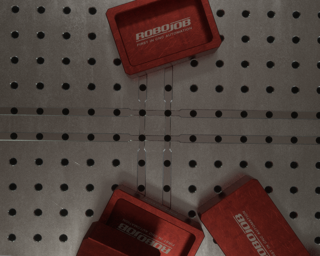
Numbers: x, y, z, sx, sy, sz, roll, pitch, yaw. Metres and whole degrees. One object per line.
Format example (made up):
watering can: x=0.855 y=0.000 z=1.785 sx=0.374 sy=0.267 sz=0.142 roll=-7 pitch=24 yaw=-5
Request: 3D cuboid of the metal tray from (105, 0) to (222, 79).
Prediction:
metal tray: x=0.005 y=-0.128 z=0.410 sx=0.131 sy=0.030 sz=0.090 roll=-18 pitch=90 yaw=-1

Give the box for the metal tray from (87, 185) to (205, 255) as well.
metal tray: x=-0.019 y=0.145 z=0.410 sx=0.131 sy=0.030 sz=0.090 roll=27 pitch=90 yaw=-1

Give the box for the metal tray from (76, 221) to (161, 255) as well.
metal tray: x=-0.065 y=0.187 z=0.384 sx=0.090 sy=0.030 sz=0.129 roll=25 pitch=114 yaw=0

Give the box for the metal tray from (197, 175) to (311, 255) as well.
metal tray: x=0.123 y=0.141 z=0.413 sx=0.090 sy=0.030 sz=0.130 roll=-35 pitch=90 yaw=-1
